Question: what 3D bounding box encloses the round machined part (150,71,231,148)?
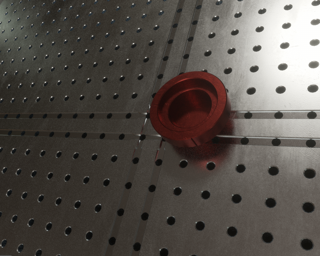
[{"bbox_3d":[0.040,-0.019,0.387,0.098,0.042,0.098,-13,56,20],"label":"round machined part"}]
